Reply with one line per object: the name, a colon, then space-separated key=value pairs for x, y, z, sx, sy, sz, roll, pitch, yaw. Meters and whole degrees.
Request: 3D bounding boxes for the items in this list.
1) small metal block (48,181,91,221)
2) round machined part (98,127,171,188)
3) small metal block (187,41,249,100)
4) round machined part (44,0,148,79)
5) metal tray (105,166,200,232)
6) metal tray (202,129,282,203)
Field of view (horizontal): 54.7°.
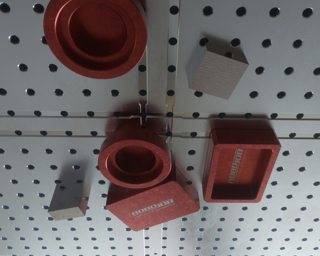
small metal block: x=-0.143 y=0.115 z=0.492 sx=0.050 sy=0.050 sz=0.025 roll=-12 pitch=129 yaw=9
round machined part: x=-0.034 y=0.037 z=0.432 sx=0.099 sy=0.042 sz=0.097 roll=0 pitch=130 yaw=0
small metal block: x=0.065 y=-0.065 z=0.356 sx=0.050 sy=0.025 sz=0.050 roll=15 pitch=129 yaw=-13
round machined part: x=-0.061 y=-0.102 z=0.313 sx=0.099 sy=0.042 sz=0.097 roll=0 pitch=130 yaw=0
metal tray: x=-0.011 y=0.120 z=0.511 sx=0.130 sy=0.030 sz=0.090 roll=-24 pitch=126 yaw=19
metal tray: x=0.115 y=0.060 z=0.460 sx=0.091 sy=0.030 sz=0.129 roll=1 pitch=130 yaw=-1
